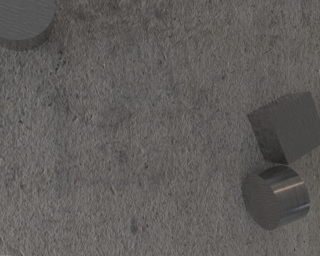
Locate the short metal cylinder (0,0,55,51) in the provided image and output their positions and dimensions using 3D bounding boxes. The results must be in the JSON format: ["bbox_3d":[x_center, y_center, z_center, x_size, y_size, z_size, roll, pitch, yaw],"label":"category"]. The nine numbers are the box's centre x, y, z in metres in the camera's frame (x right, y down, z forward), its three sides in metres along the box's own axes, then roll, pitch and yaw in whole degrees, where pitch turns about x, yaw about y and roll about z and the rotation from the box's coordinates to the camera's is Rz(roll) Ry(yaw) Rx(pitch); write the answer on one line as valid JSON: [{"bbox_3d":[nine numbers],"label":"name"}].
[{"bbox_3d":[-0.158,-0.129,0.337,0.081,0.050,0.080,0,90,-20],"label":"short metal cylinder"}]

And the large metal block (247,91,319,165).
[{"bbox_3d":[0.191,-0.001,0.467,0.081,0.050,0.080,-26,99,-18],"label":"large metal block"}]

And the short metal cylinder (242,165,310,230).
[{"bbox_3d":[0.162,0.098,0.440,0.050,0.080,0.080,-13,95,-20],"label":"short metal cylinder"}]
